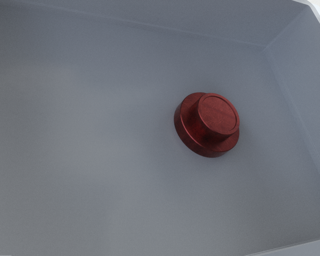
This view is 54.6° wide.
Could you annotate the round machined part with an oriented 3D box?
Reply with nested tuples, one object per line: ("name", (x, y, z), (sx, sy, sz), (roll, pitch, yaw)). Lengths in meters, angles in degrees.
("round machined part", (0.073, -0.011, 0.440), (0.099, 0.042, 0.098), (13, 56, -21))
